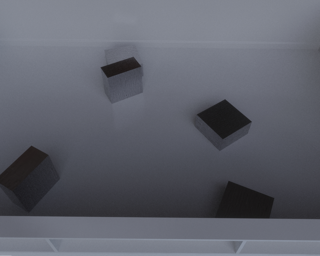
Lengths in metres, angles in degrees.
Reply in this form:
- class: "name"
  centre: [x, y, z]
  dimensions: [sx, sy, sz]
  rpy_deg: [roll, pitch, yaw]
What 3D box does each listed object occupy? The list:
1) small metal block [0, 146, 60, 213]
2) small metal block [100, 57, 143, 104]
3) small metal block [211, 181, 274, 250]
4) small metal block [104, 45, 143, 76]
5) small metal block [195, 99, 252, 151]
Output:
- class: "small metal block"
  centre: [-0.142, 0.056, 0.340]
  dimensions: [0.025, 0.050, 0.050]
  rpy_deg: [24, 54, 19]
- class: "small metal block"
  centre: [-0.054, -0.068, 0.446]
  dimensions: [0.050, 0.050, 0.025]
  rpy_deg: [-23, 54, -18]
- class: "small metal block"
  centre: [0.088, 0.092, 0.329]
  dimensions: [0.050, 0.025, 0.050]
  rpy_deg: [20, 53, 15]
- class: "small metal block"
  centre: [-0.057, -0.103, 0.491]
  dimensions: [0.050, 0.025, 0.050]
  rpy_deg: [-12, 51, -11]
- class: "small metal block"
  centre: [0.083, -0.005, 0.410]
  dimensions: [0.050, 0.025, 0.050]
  rpy_deg: [-28, 56, -22]
